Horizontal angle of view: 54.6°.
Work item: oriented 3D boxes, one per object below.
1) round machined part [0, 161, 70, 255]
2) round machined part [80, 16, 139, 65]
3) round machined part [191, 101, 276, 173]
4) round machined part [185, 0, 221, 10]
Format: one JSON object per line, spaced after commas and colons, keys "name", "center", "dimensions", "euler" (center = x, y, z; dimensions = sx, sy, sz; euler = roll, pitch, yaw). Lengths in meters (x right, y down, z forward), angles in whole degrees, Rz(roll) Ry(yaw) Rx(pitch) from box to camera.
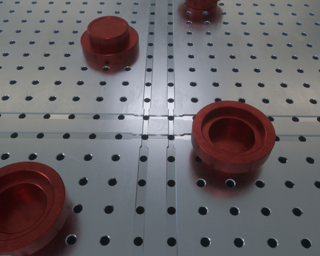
{"name": "round machined part", "center": [-0.144, 0.087, 0.323], "dimensions": [0.099, 0.042, 0.098], "euler": [0, 50, 0]}
{"name": "round machined part", "center": [-0.085, -0.154, 0.526], "dimensions": [0.099, 0.042, 0.098], "euler": [0, 50, 0]}
{"name": "round machined part", "center": [0.088, 0.015, 0.385], "dimensions": [0.099, 0.042, 0.098], "euler": [0, 50, 0]}
{"name": "round machined part", "center": [0.086, -0.277, 0.630], "dimensions": [0.099, 0.042, 0.098], "euler": [0, 50, 0]}
